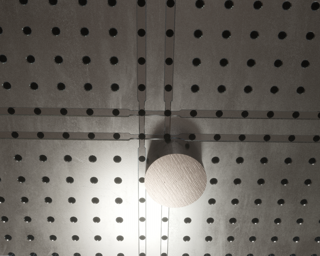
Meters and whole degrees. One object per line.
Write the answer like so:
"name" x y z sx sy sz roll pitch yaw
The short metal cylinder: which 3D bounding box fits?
"short metal cylinder" 0.020 0.061 0.423 0.081 0.050 0.079 0 110 -1
